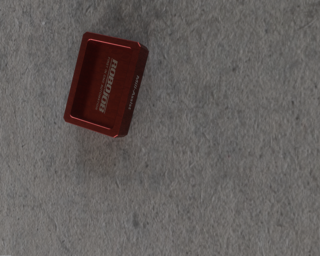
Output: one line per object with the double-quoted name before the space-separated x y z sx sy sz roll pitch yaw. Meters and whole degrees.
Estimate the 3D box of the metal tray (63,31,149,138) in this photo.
"metal tray" -0.076 -0.060 0.433 0.090 0.030 0.129 17 96 19
